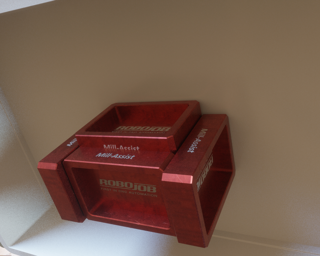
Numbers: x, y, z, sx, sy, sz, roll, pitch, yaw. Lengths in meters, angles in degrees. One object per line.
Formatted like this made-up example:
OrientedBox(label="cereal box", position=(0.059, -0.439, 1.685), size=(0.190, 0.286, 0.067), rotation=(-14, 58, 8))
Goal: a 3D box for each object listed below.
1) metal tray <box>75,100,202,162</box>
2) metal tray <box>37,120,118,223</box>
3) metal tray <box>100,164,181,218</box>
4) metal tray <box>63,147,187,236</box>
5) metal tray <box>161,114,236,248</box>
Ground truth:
OrientedBox(label="metal tray", position=(-0.024, 0.000, 0.376), size=(0.130, 0.090, 0.030), rotation=(1, 119, 28))
OrientedBox(label="metal tray", position=(-0.093, 0.050, 0.419), size=(0.030, 0.131, 0.089), rotation=(1, 119, 28))
OrientedBox(label="metal tray", position=(-0.005, 0.079, 0.414), size=(0.130, 0.090, 0.030), rotation=(0, 118, 28))
OrientedBox(label="metal tray", position=(-0.039, 0.069, 0.350), size=(0.130, 0.030, 0.089), rotation=(1, 119, 27))
OrientedBox(label="metal tray", position=(0.050, 0.051, 0.343), size=(0.030, 0.131, 0.089), rotation=(1, 119, 28))
